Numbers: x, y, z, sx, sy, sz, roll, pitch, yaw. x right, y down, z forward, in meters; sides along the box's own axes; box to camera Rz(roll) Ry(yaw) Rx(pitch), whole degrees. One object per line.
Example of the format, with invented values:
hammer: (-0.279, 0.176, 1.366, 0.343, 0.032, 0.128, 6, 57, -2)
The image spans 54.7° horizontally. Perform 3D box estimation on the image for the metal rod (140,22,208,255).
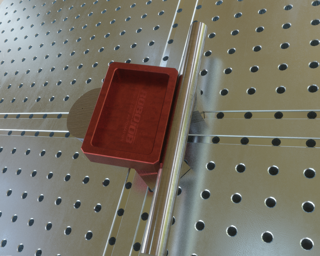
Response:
metal rod: (0.024, -0.007, 0.366, 0.025, 0.025, 0.300, -1, 61, 27)

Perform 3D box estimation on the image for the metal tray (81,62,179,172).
metal tray: (-0.032, -0.017, 0.380, 0.090, 0.030, 0.130, 8, 64, 10)

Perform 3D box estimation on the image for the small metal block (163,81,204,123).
small metal block: (0.029, -0.031, 0.411, 0.050, 0.025, 0.050, -14, 56, 20)

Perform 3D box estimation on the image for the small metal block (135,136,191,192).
small metal block: (0.000, 0.046, 0.378, 0.050, 0.025, 0.050, -43, 51, -2)

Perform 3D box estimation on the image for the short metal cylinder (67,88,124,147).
short metal cylinder: (-0.083, -0.010, 0.439, 0.080, 0.050, 0.080, -13, 56, 20)
